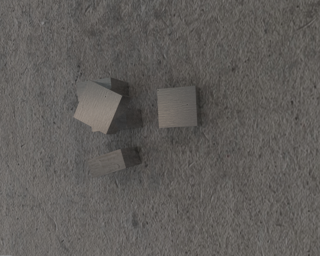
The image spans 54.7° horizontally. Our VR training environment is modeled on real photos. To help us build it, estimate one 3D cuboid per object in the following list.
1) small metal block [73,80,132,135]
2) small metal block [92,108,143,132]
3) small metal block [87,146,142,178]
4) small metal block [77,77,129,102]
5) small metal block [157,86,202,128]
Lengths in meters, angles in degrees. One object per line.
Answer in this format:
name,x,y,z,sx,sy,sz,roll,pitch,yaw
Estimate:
small metal block,-0.071,-0.025,0.381,0.050,0.025,0.050,26,99,18
small metal block,-0.057,-0.010,0.416,0.050,0.050,0.025,-7,88,20
small metal block,-0.060,0.045,0.417,0.050,0.050,0.025,-19,84,19
small metal block,-0.076,-0.050,0.423,0.050,0.050,0.025,-6,88,20
small metal block,0.025,-0.026,0.400,0.050,0.025,0.050,-3,89,20
